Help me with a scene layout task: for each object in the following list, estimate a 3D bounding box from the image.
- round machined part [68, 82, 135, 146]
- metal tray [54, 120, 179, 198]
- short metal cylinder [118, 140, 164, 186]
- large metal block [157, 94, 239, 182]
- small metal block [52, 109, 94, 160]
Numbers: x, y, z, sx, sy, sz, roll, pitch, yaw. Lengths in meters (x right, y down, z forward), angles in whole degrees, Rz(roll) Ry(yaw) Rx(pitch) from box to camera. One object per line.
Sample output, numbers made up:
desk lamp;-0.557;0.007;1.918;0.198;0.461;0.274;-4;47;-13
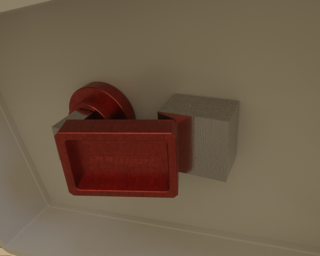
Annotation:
round machined part;-0.087;-0.012;0.432;0.098;0.042;0.097;13;124;20
metal tray;-0.045;0.036;0.357;0.131;0.030;0.089;0;121;6
short metal cylinder;-0.027;0.048;0.418;0.080;0.050;0.079;6;132;7
large metal block;0.047;0.010;0.369;0.080;0.050;0.079;9;123;23
small metal block;-0.107;0.010;0.397;0.025;0.050;0.050;12;123;21
